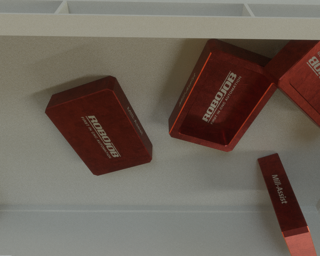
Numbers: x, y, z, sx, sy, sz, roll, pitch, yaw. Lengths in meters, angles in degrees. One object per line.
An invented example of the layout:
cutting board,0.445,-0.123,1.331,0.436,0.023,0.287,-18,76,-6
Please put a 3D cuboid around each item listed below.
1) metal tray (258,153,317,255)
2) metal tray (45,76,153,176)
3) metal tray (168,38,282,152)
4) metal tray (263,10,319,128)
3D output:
metal tray,0.177,0.111,0.436,0.030,0.130,0.090,-20,127,16
metal tray,-0.074,0.003,0.408,0.090,0.030,0.130,-16,129,13
metal tray,0.074,-0.033,0.377,0.091,0.030,0.129,15,129,-13
metal tray,0.184,-0.055,0.334,0.131,0.030,0.090,31,110,-33
